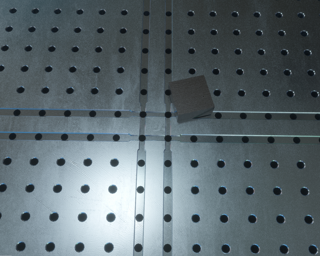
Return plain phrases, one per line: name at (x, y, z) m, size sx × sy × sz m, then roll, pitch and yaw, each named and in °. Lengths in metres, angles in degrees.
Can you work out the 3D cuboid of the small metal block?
small metal block at (0.042, -0.041, 0.427) m, size 0.050 × 0.025 × 0.050 m, roll -13°, pitch 71°, yaw -5°
